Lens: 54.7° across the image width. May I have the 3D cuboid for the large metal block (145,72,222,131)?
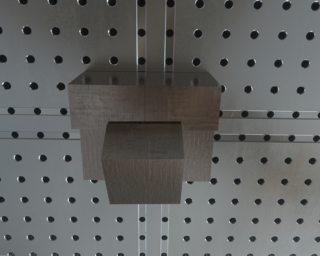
[{"bbox_3d":[0.024,-0.034,0.371,0.081,0.080,0.050,1,110,-1],"label":"large metal block"}]

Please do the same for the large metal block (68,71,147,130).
[{"bbox_3d":[-0.057,-0.035,0.369,0.081,0.080,0.050,1,110,-1],"label":"large metal block"}]

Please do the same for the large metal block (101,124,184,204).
[{"bbox_3d":[-0.017,0.041,0.344,0.081,0.050,0.079,0,134,-1],"label":"large metal block"}]

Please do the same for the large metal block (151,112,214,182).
[{"bbox_3d":[0.025,0.022,0.406,0.081,0.050,0.079,1,110,-1],"label":"large metal block"}]

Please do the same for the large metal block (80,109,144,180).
[{"bbox_3d":[-0.057,0.021,0.405,0.081,0.050,0.079,1,110,-1],"label":"large metal block"}]
